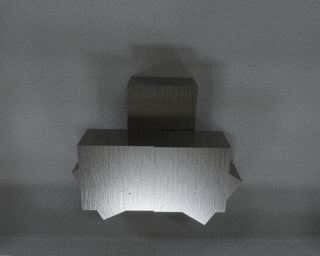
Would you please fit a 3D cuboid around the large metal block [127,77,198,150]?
[{"bbox_3d":[0.002,-0.020,0.389,0.081,0.050,0.079,1,110,-1],"label":"large metal block"}]

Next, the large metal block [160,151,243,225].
[{"bbox_3d":[0.049,0.070,0.421,0.080,0.050,0.080,33,107,-11],"label":"large metal block"}]

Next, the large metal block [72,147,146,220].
[{"bbox_3d":[-0.057,0.065,0.419,0.080,0.050,0.080,-25,108,8],"label":"large metal block"}]

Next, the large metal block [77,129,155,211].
[{"bbox_3d":[-0.047,0.047,0.360,0.081,0.050,0.079,1,110,-1],"label":"large metal block"}]

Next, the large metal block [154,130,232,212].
[{"bbox_3d":[0.034,0.049,0.360,0.081,0.050,0.079,1,110,-1],"label":"large metal block"}]
